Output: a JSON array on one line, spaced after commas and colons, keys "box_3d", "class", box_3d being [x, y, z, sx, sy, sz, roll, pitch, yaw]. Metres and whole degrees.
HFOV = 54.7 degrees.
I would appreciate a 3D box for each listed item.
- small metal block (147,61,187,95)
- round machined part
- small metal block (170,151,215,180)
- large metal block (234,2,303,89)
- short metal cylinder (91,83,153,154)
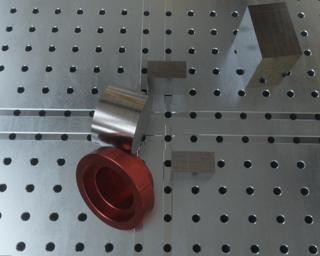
[{"box_3d": [0.009, -0.067, 0.423, 0.050, 0.050, 0.025, 1, 70, 0], "class": "small metal block"}, {"box_3d": [-0.047, 0.065, 0.359, 0.098, 0.097, 0.042, 40, 39, 13], "class": "round machined part"}, {"box_3d": [0.038, 0.047, 0.382, 0.050, 0.050, 0.025, 1, 70, 0], "class": "small metal block"}, {"box_3d": [0.143, -0.110, 0.425, 0.050, 0.080, 0.080, -7, 70, -3], "class": "large metal block"}, {"box_3d": [-0.045, -0.011, 0.386, 0.050, 0.080, 0.080, 17, 71, 6], "class": "short metal cylinder"}]
